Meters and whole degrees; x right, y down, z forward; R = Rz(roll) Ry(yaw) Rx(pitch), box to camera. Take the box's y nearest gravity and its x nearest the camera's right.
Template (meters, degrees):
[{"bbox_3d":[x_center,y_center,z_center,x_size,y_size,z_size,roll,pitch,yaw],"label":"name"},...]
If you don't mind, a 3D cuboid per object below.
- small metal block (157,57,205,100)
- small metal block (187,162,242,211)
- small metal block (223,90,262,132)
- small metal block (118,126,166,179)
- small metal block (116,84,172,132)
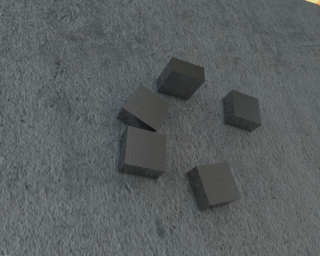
[{"bbox_3d":[0.029,-0.070,0.446,0.050,0.050,0.025,14,56,-21],"label":"small metal block"},{"bbox_3d":[0.069,0.073,0.396,0.050,0.025,0.050,-4,64,-30],"label":"small metal block"},{"bbox_3d":[0.130,-0.027,0.490,0.050,0.025,0.050,16,55,-19],"label":"small metal block"},{"bbox_3d":[-0.021,0.030,0.374,0.050,0.025,0.050,14,56,-20],"label":"small metal block"},{"bbox_3d":[-0.020,-0.022,0.406,0.050,0.025,0.050,35,51,-6],"label":"small metal block"}]
